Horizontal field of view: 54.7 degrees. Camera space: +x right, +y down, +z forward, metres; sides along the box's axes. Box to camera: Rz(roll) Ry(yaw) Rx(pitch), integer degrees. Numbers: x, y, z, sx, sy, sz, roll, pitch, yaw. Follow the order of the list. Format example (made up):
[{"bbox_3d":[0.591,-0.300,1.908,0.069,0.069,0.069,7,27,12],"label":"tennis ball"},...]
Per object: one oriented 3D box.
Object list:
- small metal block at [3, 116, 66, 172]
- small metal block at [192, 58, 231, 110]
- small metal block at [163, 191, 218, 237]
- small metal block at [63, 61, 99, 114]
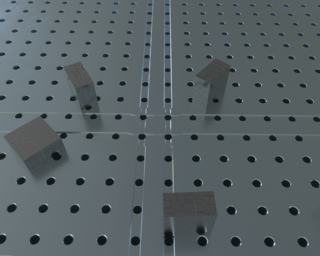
[{"bbox_3d":[-0.157,0.019,0.390,0.050,0.025,0.050,-36,59,-27],"label":"small metal block"},{"bbox_3d":[0.073,-0.063,0.446,0.025,0.050,0.050,33,57,24],"label":"small metal block"},{"bbox_3d":[0.028,0.089,0.317,0.050,0.050,0.025,-2,50,-2],"label":"small metal block"},{"bbox_3d":[-0.111,-0.057,0.438,0.025,0.050,0.050,-23,54,-18],"label":"small metal block"}]
